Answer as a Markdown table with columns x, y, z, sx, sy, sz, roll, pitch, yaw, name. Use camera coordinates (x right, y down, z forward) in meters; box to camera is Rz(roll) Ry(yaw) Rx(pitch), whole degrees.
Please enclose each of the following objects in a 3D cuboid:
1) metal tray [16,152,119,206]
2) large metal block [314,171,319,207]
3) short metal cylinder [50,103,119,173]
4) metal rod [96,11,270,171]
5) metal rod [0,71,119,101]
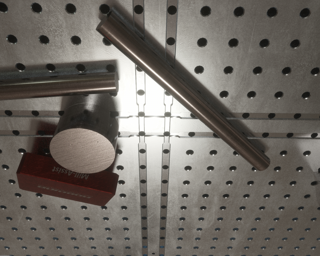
| x | y | z | sx | sy | sz | roll | pitch | yaw | name |
| --- | --- | --- | --- | --- | --- | --- | --- | --- | --- |
| -0.134 | 0.079 | 0.452 | 0.131 | 0.030 | 0.090 | 16 | 151 | -14 | metal tray |
| 0.283 | 0.117 | 0.480 | 0.050 | 0.080 | 0.080 | -17 | 128 | 13 | large metal block |
| -0.097 | 0.014 | 0.406 | 0.081 | 0.050 | 0.079 | 0 | 131 | 0 | short metal cylinder |
| 0.047 | -0.029 | 0.387 | 0.025 | 0.025 | 0.301 | -37 | 122 | 26 | metal rod |
| -0.201 | -0.045 | 0.370 | 0.302 | 0.025 | 0.025 | -4 | 130 | 2 | metal rod |
